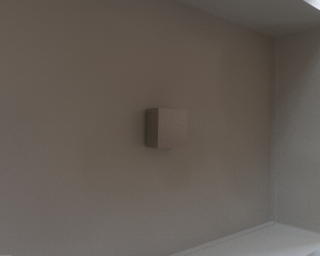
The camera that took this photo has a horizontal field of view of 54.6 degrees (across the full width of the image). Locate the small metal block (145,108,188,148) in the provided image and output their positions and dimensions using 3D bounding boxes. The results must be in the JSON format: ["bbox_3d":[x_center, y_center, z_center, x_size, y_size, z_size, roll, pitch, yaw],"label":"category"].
[{"bbox_3d":[0.009,0.000,0.408,0.050,0.025,0.050,2,89,-40],"label":"small metal block"}]
